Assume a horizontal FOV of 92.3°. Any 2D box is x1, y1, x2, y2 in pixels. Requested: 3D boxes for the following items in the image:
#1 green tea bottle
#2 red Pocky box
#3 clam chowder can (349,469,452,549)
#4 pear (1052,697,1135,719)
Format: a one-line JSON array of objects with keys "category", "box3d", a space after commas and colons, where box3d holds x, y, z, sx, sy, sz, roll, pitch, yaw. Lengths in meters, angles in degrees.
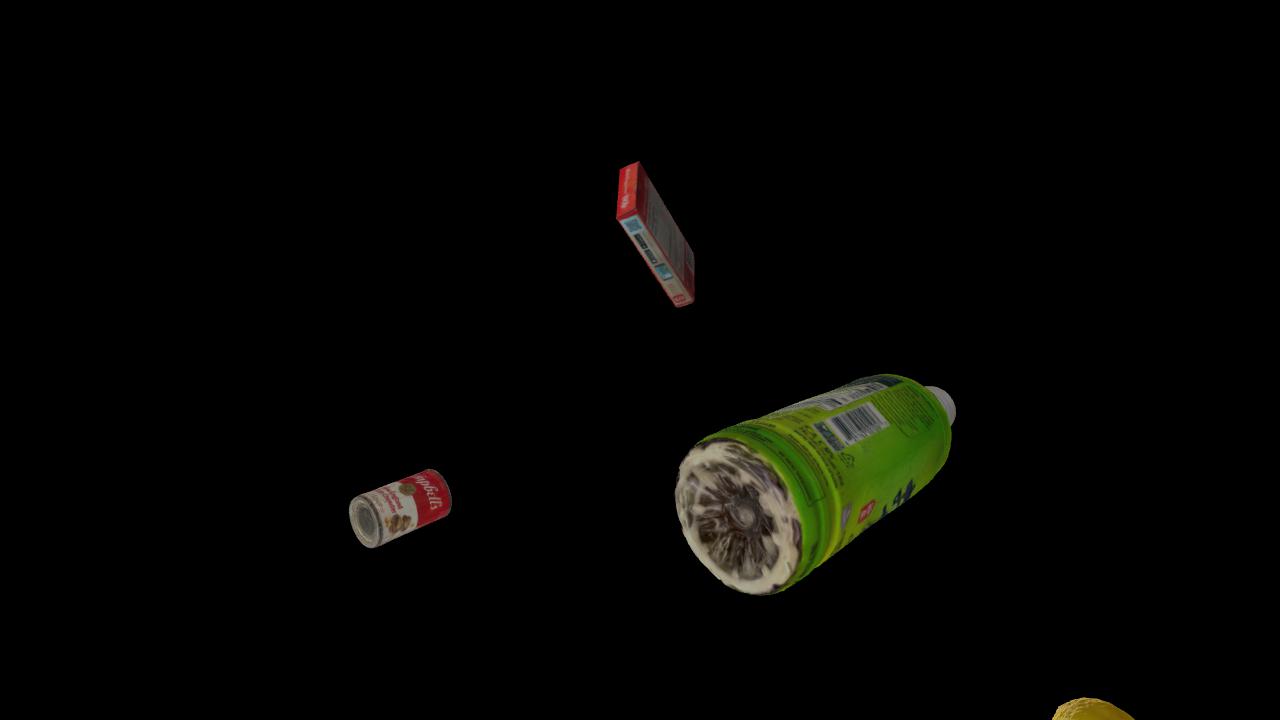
[{"category": "green tea bottle", "box3d": [0.112, 0.047, 0.322, 0.212, 0.073, 0.073, -14, 9, -41]}, {"category": "red Pocky box", "box3d": [0.021, -0.138, 0.694, 0.028, 0.083, 0.155, -14, -40, 23]}, {"category": "clam chowder can", "box3d": [-0.299, 0.185, 0.770, 0.068, 0.068, 0.102, 0, 11, 37]}, {"category": "pear", "box3d": [0.373, 0.331, 0.499, 0.111, 0.080, 0.080, -11, 8, -44]}]
